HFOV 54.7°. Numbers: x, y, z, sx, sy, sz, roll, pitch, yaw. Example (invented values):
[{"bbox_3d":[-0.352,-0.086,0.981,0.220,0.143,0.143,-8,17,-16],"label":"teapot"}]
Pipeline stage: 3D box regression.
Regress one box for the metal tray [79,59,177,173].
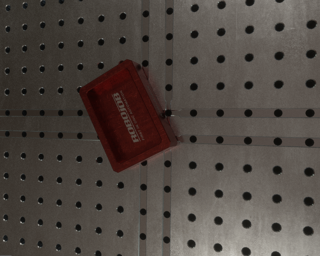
[{"bbox_3d":[-0.045,-0.016,0.424,0.090,0.030,0.130,-28,81,17],"label":"metal tray"}]
